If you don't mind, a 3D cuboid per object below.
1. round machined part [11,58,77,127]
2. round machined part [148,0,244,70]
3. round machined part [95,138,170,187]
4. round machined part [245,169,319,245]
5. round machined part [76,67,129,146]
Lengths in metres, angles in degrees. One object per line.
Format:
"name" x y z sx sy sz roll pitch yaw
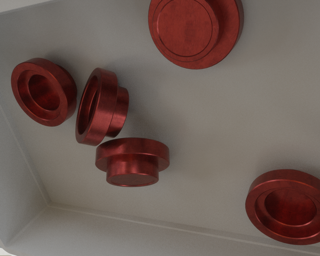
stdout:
"round machined part" -0.160 -0.054 0.446 0.098 0.042 0.097 13 124 20
"round machined part" 0.031 -0.106 0.315 0.098 0.042 0.097 13 124 20
"round machined part" -0.036 0.051 0.412 0.099 0.042 0.098 -2 156 -1
"round machined part" 0.156 0.089 0.370 0.098 0.042 0.097 13 124 20
"round machined part" -0.072 -0.024 0.396 0.042 0.098 0.097 14 134 -26
